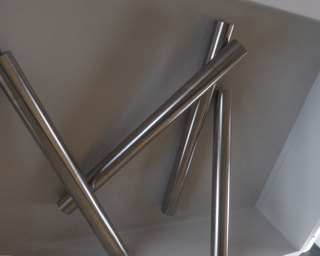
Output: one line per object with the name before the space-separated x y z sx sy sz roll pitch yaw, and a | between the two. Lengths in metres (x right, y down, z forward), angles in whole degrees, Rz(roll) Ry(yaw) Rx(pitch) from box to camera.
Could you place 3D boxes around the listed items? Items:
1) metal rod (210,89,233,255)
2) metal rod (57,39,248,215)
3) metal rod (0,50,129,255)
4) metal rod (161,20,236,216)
metal rod | 0.085 0.097 0.434 0.025 0.025 0.298 0 92 -29
metal rod | -0.015 0.004 0.386 0.300 0.025 0.025 -42 130 8
metal rod | -0.103 0.055 0.358 0.025 0.025 0.299 -28 119 -11
metal rod | 0.046 0.003 0.437 0.025 0.025 0.298 -1 119 -29
